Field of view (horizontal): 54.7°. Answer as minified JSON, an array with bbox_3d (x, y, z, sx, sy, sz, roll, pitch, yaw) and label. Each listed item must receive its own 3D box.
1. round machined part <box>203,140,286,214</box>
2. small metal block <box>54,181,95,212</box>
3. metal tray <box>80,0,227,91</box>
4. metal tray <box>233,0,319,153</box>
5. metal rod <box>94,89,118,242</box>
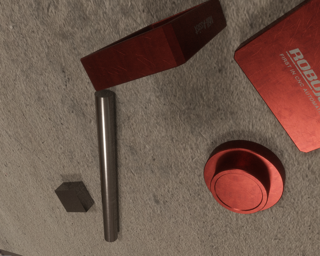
[{"bbox_3d":[0.101,0.067,0.383,0.098,0.042,0.097,13,124,20],"label":"round machined part"},{"bbox_3d":[-0.156,0.126,0.564,0.050,0.025,0.050,-9,114,32],"label":"small metal block"},{"bbox_3d":[0.001,-0.081,0.288,0.090,0.131,0.030,-11,113,32],"label":"metal tray"},{"bbox_3d":[0.146,-0.047,0.298,0.090,0.030,0.130,-31,102,37],"label":"metal tray"},{"bbox_3d":[-0.083,0.078,0.496,0.025,0.025,0.298,16,125,18],"label":"metal rod"}]
